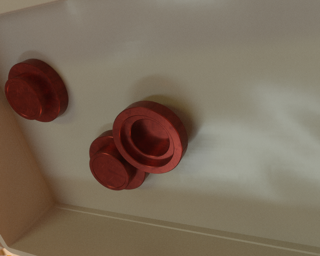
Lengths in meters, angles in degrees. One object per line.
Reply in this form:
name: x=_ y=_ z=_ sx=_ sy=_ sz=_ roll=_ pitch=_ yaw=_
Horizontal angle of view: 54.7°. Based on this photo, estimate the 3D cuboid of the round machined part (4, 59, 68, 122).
round machined part: x=-0.192 y=-0.051 z=0.468 sx=0.098 sy=0.042 sz=0.097 roll=13 pitch=124 yaw=21

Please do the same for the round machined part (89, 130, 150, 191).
round machined part: x=-0.066 y=0.055 z=0.467 sx=0.098 sy=0.042 sz=0.097 roll=13 pitch=124 yaw=21

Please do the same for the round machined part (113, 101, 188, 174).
round machined part: x=-0.009 y=0.008 z=0.407 sx=0.098 sy=0.042 sz=0.097 roll=12 pitch=123 yaw=20
